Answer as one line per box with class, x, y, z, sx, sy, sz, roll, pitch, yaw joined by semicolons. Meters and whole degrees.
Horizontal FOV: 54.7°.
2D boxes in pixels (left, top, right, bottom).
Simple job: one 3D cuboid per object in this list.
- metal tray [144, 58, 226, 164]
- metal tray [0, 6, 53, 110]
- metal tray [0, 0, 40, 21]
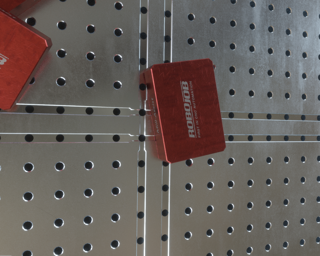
metal tray;0.035;-0.025;0.424;0.091;0.030;0.129;-11;94;-20
metal tray;-0.194;-0.089;0.321;0.130;0.030;0.090;32;101;-18
metal tray;-0.157;-0.197;0.352;0.130;0.030;0.090;-43;104;-15
